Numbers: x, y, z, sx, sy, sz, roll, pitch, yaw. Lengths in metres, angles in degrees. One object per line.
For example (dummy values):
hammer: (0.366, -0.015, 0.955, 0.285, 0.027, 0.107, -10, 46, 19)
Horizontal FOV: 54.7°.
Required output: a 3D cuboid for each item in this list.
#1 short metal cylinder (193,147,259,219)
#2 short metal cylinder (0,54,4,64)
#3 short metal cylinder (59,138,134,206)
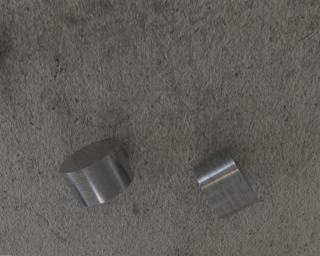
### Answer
short metal cylinder: (0.086, 0.072, 0.408, 0.050, 0.080, 0.080, -31, 107, 11)
short metal cylinder: (-0.229, -0.079, 0.349, 0.080, 0.080, 0.050, -28, 108, 10)
short metal cylinder: (-0.081, 0.055, 0.400, 0.080, 0.080, 0.050, -21, 109, 7)
